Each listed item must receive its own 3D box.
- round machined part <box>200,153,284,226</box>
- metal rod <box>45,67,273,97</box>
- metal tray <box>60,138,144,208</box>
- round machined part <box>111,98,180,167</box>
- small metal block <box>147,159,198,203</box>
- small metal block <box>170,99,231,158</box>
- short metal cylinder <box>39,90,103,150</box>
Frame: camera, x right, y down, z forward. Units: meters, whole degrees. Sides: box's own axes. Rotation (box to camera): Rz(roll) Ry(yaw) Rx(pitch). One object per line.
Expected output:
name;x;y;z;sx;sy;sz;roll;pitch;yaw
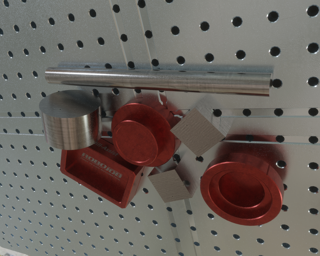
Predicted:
round machined part;0.104;0.072;0.390;0.098;0.042;0.097;13;124;21
metal rod;-0.021;-0.060;0.384;0.301;0.025;0.025;6;121;24
metal tray;-0.096;0.063;0.497;0.130;0.030;0.089;27;128;11
round machined part;-0.025;0.012;0.420;0.098;0.042;0.097;12;121;22
small metal block;0.019;0.078;0.450;0.050;0.025;0.050;-21;108;36
small metal block;0.050;0.001;0.386;0.050;0.025;0.050;44;129;-2
short metal cylinder;-0.122;-0.013;0.432;0.080;0.080;0.050;16;125;19
